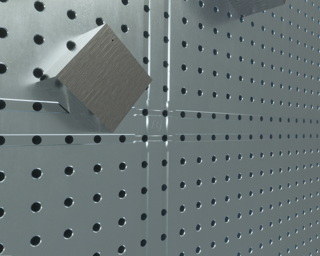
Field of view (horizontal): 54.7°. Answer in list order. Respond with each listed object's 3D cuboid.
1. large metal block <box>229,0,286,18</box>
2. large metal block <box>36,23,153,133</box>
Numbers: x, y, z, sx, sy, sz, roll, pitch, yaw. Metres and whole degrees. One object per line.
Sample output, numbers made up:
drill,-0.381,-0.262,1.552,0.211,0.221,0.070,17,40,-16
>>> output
large metal block,0.154,-0.237,0.505,0.080,0.080,0.050,36,68,-35
large metal block,-0.068,-0.051,0.337,0.080,0.050,0.080,49,61,-29
